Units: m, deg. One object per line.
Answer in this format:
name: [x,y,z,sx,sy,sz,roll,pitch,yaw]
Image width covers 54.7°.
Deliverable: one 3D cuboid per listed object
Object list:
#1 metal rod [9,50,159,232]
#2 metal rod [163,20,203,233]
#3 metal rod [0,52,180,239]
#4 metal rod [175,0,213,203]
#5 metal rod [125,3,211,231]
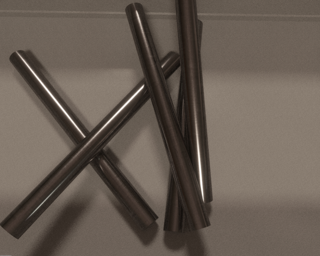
metal rod: [-0.107,0.006,0.405,0.025,0.025,0.300,-38,75,-13]
metal rod: [0.034,-0.017,0.416,0.025,0.025,0.299,7,70,2]
metal rod: [-0.067,0.004,0.384,0.025,0.025,0.301,35,65,11]
metal rod: [0.039,-0.059,0.373,0.025,0.025,0.298,-5,93,-2]
metal rod: [0.004,-0.026,0.386,0.025,0.025,0.299,-15,74,-6]
